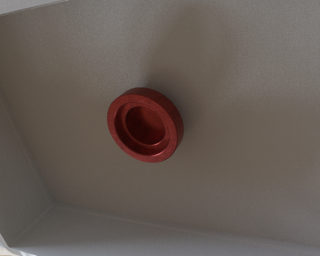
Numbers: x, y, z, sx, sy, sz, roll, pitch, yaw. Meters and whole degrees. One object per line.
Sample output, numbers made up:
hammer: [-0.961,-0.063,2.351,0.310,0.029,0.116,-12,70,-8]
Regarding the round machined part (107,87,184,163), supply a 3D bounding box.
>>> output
round machined part: [-0.015,-0.007,0.398,0.098,0.042,0.097,13,124,21]
